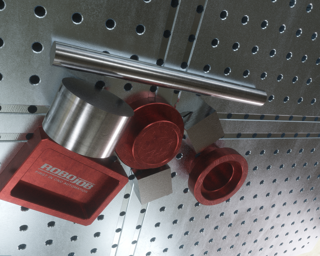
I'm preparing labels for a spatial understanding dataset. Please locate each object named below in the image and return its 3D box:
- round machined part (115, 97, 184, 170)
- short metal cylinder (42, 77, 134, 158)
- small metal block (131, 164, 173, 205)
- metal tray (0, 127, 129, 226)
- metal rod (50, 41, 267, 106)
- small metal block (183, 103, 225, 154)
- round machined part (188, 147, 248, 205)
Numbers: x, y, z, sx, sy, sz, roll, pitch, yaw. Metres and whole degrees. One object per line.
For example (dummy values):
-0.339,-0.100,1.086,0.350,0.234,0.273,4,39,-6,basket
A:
-0.011,0.013,0.401,0.099,0.042,0.097,-13,121,-22,round machined part
-0.075,-0.012,0.327,0.080,0.080,0.050,19,108,-36,short metal cylinder
-0.011,0.078,0.454,0.050,0.025,0.050,-18,126,-18,small metal block
-0.115,0.065,0.384,0.090,0.030,0.130,-49,129,7,metal tray
0.022,-0.060,0.385,0.302,0.025,0.025,6,115,-31,metal rod
0.060,0.001,0.445,0.050,0.025,0.050,-33,129,-7,small metal block
0.087,0.071,0.492,0.099,0.042,0.097,-14,124,-21,round machined part
